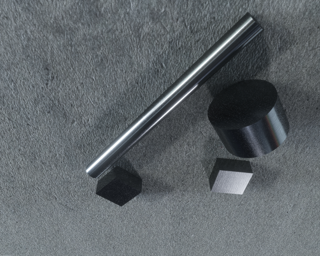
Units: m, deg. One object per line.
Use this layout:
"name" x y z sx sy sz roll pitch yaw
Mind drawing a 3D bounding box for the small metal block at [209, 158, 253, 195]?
"small metal block" 0.107 0.074 0.472 0.050 0.025 0.050 6 130 -6

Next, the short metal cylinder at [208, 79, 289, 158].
"short metal cylinder" 0.103 -0.012 0.363 0.080 0.080 0.050 -23 127 18

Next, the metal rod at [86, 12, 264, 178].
"metal rod" 0.000 -0.023 0.387 0.025 0.025 0.299 33 122 -25

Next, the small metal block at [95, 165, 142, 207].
"small metal block" -0.064 0.092 0.485 0.050 0.025 0.050 35 122 -26
